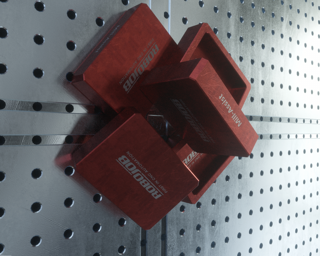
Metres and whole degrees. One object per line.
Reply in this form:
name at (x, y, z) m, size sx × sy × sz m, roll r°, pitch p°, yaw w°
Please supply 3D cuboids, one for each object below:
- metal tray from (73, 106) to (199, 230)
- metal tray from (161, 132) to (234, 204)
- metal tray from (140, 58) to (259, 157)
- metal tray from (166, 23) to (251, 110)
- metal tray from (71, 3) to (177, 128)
metal tray at (-0.024, 0.050, 0.363) m, size 0.090 × 0.030 × 0.130 m, roll -42°, pitch 119°, yaw -4°
metal tray at (0.059, 0.035, 0.456) m, size 0.131 × 0.030 × 0.090 m, roll -41°, pitch 115°, yaw -32°
metal tray at (0.047, -0.019, 0.368) m, size 0.130 × 0.090 × 0.030 m, roll 48°, pitch 61°, yaw -30°
metal tray at (0.069, -0.065, 0.426) m, size 0.130 × 0.030 × 0.090 m, roll 44°, pitch 64°, yaw -32°
metal tray at (-0.033, -0.075, 0.379) m, size 0.090 × 0.030 × 0.130 m, roll 47°, pitch 62°, yaw -30°
